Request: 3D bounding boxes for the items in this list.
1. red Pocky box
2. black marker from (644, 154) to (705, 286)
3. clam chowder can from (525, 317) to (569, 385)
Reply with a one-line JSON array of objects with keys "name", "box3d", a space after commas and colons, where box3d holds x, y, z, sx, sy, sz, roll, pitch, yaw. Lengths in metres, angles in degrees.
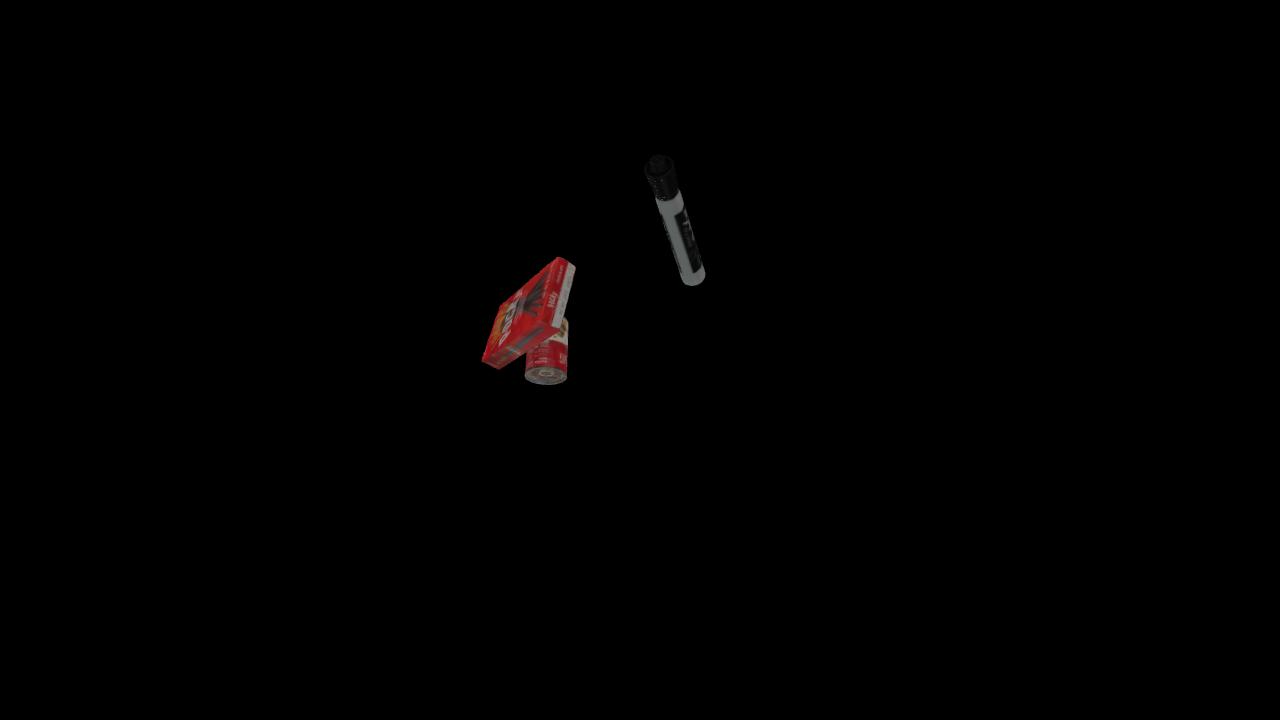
[{"name": "red Pocky box", "box3d": [-0.128, -0.048, 0.689, 0.028, 0.083, 0.155, 25, -30, -28]}, {"name": "black marker", "box3d": [0.026, -0.092, 0.421, 0.020, 0.020, 0.121, 0, -28, 17]}, {"name": "clam chowder can", "box3d": [-0.151, -0.019, 0.999, 0.068, 0.102, 0.068, -2, -25, -1]}]
